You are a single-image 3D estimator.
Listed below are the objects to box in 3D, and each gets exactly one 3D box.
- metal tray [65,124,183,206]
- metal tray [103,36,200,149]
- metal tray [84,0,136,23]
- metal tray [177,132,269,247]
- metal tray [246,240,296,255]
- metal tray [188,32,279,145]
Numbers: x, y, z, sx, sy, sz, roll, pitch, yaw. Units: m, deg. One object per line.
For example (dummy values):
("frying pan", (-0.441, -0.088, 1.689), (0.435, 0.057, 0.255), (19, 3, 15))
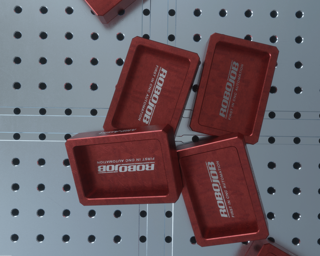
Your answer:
("metal tray", (-0.044, 0.047, 0.383), (0.130, 0.030, 0.089), (-6, 104, 16))
("metal tray", (-0.010, -0.043, 0.404), (0.090, 0.030, 0.129), (18, 90, 8))
("metal tray", (-0.083, -0.218, 0.410), (0.090, 0.030, 0.130), (-40, 90, 0))
("metal tray", (0.076, 0.079, 0.391), (0.090, 0.030, 0.129), (-15, 96, 18))
("metal tray", (0.169, 0.216, 0.411), (0.130, 0.030, 0.090), (30, 90, 0))
("metal tray", (0.095, -0.050, 0.411), (0.090, 0.030, 0.129), (13, 90, 0))
